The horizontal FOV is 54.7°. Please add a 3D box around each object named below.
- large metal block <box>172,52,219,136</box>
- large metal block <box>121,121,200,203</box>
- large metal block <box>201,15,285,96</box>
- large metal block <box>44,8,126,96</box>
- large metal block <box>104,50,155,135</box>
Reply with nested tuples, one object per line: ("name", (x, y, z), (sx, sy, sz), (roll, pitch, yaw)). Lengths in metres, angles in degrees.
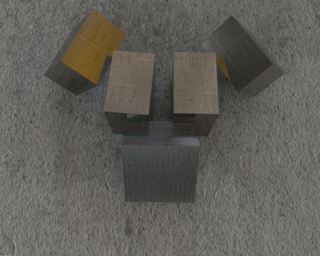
("large metal block", (0.041, -0.040, 0.395), (0.050, 0.080, 0.080), (1, 70, 0))
("large metal block", (0.001, 0.039, 0.359), (0.081, 0.079, 0.050), (1, 31, 0))
("large metal block", (0.111, -0.091, 0.408), (0.050, 0.080, 0.080), (-41, 71, 25))
("large metal block", (-0.099, -0.095, 0.404), (0.050, 0.080, 0.080), (34, 69, -27))
("large metal block", (-0.034, -0.040, 0.395), (0.050, 0.080, 0.080), (5, 70, 1))
